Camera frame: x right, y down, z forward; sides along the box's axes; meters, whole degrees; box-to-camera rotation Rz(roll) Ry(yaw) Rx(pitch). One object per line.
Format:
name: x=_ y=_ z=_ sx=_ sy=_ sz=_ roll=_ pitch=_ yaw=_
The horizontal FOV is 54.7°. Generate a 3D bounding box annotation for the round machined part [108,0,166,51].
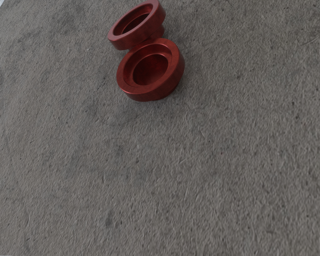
round machined part: x=-0.032 y=-0.157 z=0.496 sx=0.098 sy=0.042 sz=0.098 roll=-24 pitch=39 yaw=21

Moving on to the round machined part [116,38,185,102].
round machined part: x=-0.010 y=-0.078 z=0.446 sx=0.098 sy=0.042 sz=0.098 roll=-13 pitch=56 yaw=21
